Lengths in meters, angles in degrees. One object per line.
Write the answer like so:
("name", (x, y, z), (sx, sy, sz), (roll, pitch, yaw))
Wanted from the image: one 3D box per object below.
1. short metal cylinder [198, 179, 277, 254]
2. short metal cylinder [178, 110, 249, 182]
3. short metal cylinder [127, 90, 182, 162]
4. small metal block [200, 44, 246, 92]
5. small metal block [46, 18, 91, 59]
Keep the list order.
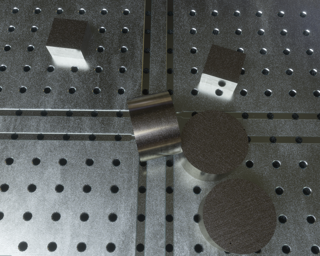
("short metal cylinder", (0.087, 0.103, 0.361), (0.081, 0.050, 0.080), (0, 70, 0))
("short metal cylinder", (0.064, 0.024, 0.390), (0.081, 0.050, 0.080), (0, 70, -1))
("short metal cylinder", (-0.008, -0.002, 0.383), (0.050, 0.080, 0.080), (-13, 71, -4))
("small metal block", (0.090, -0.086, 0.444), (0.050, 0.025, 0.050), (18, 71, 6))
("small metal block", (-0.134, -0.133, 0.459), (0.050, 0.025, 0.050), (7, 70, 2))
